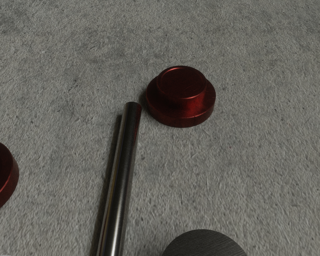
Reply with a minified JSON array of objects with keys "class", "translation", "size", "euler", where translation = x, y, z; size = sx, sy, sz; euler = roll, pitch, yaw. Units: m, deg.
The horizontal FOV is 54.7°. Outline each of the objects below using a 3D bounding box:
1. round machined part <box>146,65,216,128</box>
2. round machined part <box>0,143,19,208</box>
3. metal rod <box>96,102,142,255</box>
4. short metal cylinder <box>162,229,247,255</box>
[{"class":"round machined part","translation":[0.030,-0.051,0.435],"size":[0.099,0.042,0.098],"euler":[0,50,0]},{"class":"round machined part","translation":[-0.205,0.062,0.338],"size":[0.099,0.042,0.098],"euler":[0,50,0]},{"class":"metal rod","translation":[-0.046,0.087,0.329],"size":[0.025,0.025,0.300],"euler":[3,50,2]},{"class":"short metal cylinder","translation":[0.038,0.138,0.272],"size":[0.081,0.050,0.080],"euler":[0,50,0]}]
